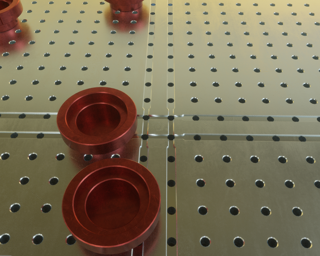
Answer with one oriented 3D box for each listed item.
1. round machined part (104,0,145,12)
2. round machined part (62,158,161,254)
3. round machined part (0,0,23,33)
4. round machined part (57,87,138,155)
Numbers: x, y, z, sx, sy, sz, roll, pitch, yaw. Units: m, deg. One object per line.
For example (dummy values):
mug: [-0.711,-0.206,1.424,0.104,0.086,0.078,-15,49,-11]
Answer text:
round machined part: [-0.070,-0.271,0.625,0.099,0.042,0.098,0,50,0]
round machined part: [-0.048,0.083,0.327,0.099,0.042,0.098,0,50,0]
round machined part: [-0.305,-0.213,0.574,0.099,0.042,0.098,0,50,0]
round machined part: [-0.078,-0.005,0.401,0.099,0.042,0.098,0,50,0]
